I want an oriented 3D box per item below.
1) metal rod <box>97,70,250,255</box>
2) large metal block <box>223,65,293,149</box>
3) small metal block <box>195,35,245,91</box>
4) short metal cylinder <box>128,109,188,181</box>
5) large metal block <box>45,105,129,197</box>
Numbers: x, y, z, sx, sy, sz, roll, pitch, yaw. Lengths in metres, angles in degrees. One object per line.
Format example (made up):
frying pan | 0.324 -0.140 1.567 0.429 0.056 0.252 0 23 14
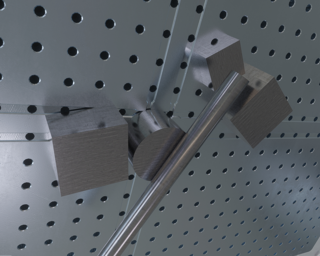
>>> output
metal rod | 0.009 0.059 0.388 0.025 0.025 0.299 26 104 -37
large metal block | 0.133 -0.030 0.450 0.080 0.050 0.080 -45 129 3
small metal block | 0.079 -0.084 0.403 0.050 0.025 0.050 -30 129 -9
short metal cylinder | -0.007 0.022 0.406 0.081 0.050 0.079 -14 124 -21
large metal block | -0.084 0.025 0.365 0.081 0.050 0.079 -11 123 -23
